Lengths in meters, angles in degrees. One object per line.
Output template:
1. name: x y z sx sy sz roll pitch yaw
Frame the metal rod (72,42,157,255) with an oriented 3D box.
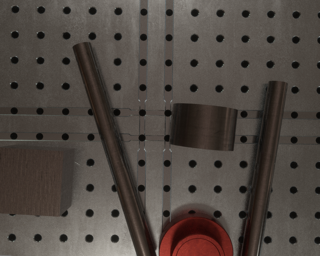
1. metal rod: -0.060 0.033 0.412 0.025 0.025 0.298 -17 90 0

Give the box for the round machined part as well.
1. round machined part: 0.047 0.165 0.406 0.099 0.042 0.097 0 90 -1

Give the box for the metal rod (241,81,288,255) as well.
1. metal rod: 0.135 0.087 0.415 0.025 0.025 0.298 9 90 -1

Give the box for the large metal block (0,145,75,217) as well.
1. large metal block: -0.159 0.065 0.399 0.081 0.050 0.079 4 90 -1

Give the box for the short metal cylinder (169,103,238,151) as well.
1. short metal cylinder: 0.054 -0.001 0.387 0.081 0.080 0.050 6 90 -1
